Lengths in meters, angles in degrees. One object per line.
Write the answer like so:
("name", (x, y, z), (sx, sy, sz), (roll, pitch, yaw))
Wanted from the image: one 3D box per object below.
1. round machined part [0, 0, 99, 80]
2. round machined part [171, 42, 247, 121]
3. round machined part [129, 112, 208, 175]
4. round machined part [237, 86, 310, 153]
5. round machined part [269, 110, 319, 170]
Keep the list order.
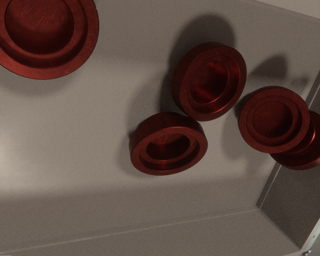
("round machined part", (-0.109, -0.097, 0.279), (0.099, 0.042, 0.097), (-14, 125, -21))
("round machined part", (0.057, -0.061, 0.392), (0.099, 0.042, 0.097), (-14, 124, -22))
("round machined part", (0.009, 0.017, 0.401), (0.099, 0.042, 0.097), (-8, 139, -7))
("round machined part", (0.166, -0.015, 0.462), (0.099, 0.042, 0.097), (2, 106, 7))
("round machined part", (0.215, 0.014, 0.489), (0.042, 0.098, 0.098), (30, 101, -43))
